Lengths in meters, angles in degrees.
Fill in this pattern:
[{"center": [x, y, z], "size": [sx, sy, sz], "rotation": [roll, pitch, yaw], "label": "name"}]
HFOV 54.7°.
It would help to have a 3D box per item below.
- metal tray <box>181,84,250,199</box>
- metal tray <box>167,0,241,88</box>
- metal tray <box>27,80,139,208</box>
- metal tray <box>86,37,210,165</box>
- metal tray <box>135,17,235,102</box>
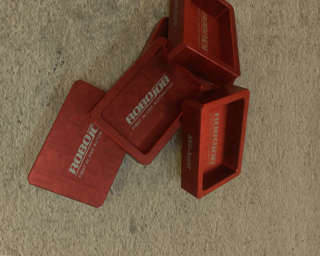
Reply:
[{"center": [0.070, 0.017, 0.398], "size": [0.091, 0.030, 0.129], "rotation": [-21, 122, -35], "label": "metal tray"}, {"center": [0.056, -0.125, 0.393], "size": [0.091, 0.030, 0.130], "rotation": [22, 55, -29], "label": "metal tray"}, {"center": [-0.088, 0.019, 0.375], "size": [0.090, 0.030, 0.130], "rotation": [26, 81, -19], "label": "metal tray"}, {"center": [-0.011, -0.032, 0.372], "size": [0.090, 0.030, 0.130], "rotation": [43, 76, -15], "label": "metal tray"}, {"center": [0.036, -0.076, 0.422], "size": [0.131, 0.030, 0.090], "rotation": [28, 81, -18], "label": "metal tray"}]
